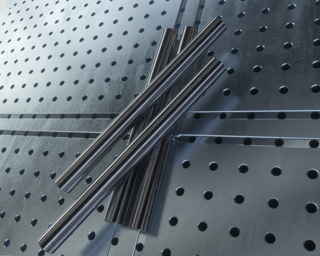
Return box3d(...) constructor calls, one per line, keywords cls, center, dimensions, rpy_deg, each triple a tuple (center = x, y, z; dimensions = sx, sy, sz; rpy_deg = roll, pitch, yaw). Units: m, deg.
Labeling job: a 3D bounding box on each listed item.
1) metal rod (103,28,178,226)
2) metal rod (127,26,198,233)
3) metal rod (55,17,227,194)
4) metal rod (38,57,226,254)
box3d(cls="metal rod", center=(-0.020, -0.018, 0.431), dimensions=(0.025, 0.025, 0.300), rpy_deg=(1, 62, 29))
box3d(cls="metal rod", center=(0.010, -0.016, 0.414), dimensions=(0.025, 0.025, 0.300), rpy_deg=(1, 62, 29))
box3d(cls="metal rod", center=(-0.022, -0.033, 0.410), dimensions=(0.300, 0.025, 0.025), rpy_deg=(-46, 51, -5))
box3d(cls="metal rod", center=(-0.030, 0.029, 0.375), dimensions=(0.300, 0.025, 0.025), rpy_deg=(-46, 51, -5))
